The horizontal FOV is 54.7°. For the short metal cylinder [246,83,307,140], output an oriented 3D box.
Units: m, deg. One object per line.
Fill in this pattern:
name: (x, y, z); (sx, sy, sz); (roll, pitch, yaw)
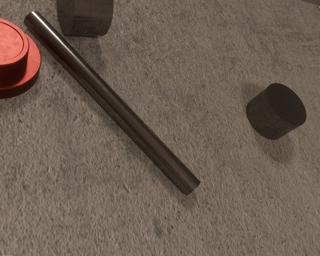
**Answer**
short metal cylinder: (0.191, -0.027, 0.510); (0.081, 0.050, 0.080); (14, 56, -21)

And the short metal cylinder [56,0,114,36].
short metal cylinder: (-0.102, -0.166, 0.415); (0.050, 0.080, 0.080); (-8, 66, -32)

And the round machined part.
round machined part: (-0.185, -0.084, 0.345); (0.099, 0.042, 0.098); (14, 56, -21)

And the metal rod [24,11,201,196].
metal rod: (-0.062, -0.033, 0.391); (0.300, 0.025, 0.025); (46, 51, 4)
